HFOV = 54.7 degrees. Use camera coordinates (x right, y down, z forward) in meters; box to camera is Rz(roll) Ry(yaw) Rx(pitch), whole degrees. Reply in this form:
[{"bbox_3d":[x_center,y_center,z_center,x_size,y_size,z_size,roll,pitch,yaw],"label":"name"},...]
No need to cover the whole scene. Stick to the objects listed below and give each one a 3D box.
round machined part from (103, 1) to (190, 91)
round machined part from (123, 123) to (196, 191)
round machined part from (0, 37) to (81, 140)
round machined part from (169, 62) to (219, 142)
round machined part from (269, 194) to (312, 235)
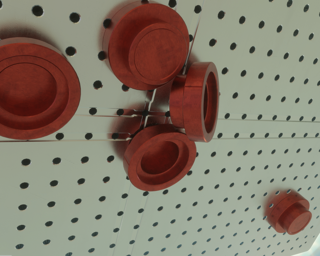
[{"bbox_3d":[-0.009,-0.086,0.343,0.099,0.042,0.097,-14,124,-21],"label":"round machined part"},{"bbox_3d":[-0.004,0.035,0.420,0.099,0.042,0.097,-15,128,-20],"label":"round machined part"},{"bbox_3d":[-0.132,-0.040,0.304,0.099,0.042,0.097,-14,125,-21],"label":"round machined part"},{"bbox_3d":[0.042,-0.032,0.383,0.098,0.042,0.097,3,91,-68],"label":"round machined part"},{"bbox_3d":[0.296,0.198,0.689,0.099,0.042,0.097,-14,125,-21],"label":"round machined part"}]
